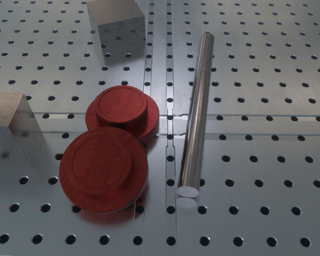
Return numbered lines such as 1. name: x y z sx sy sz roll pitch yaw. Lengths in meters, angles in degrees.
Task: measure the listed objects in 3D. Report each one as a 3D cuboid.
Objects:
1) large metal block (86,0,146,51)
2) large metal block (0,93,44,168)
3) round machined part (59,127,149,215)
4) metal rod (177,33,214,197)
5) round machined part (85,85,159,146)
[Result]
1. large metal block: -0.078 -0.188 0.549 0.081 0.050 0.080 -17 52 -14
2. large metal block: -0.196 0.004 0.367 0.080 0.080 0.050 2 50 1
3. round machined part: -0.063 0.043 0.342 0.099 0.042 0.098 -1 68 2
4. metal rod: 0.057 -0.041 0.442 0.025 0.025 0.300 8 50 6
5. round machined part: -0.050 -0.020 0.412 0.099 0.042 0.098 0 50 0
